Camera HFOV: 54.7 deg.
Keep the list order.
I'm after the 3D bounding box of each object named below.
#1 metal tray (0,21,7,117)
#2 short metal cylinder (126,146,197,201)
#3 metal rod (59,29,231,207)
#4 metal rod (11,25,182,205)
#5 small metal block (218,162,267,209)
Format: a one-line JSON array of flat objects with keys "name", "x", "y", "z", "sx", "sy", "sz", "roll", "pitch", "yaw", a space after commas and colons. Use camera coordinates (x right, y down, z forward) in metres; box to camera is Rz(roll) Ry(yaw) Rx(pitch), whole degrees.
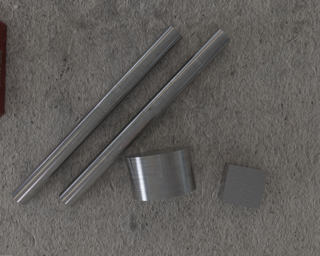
[{"name": "metal tray", "x": -0.254, "y": -0.080, "z": 0.405, "sx": 0.091, "sy": 0.030, "sz": 0.129, "roll": 2, "pitch": 90, "yaw": 0}, {"name": "short metal cylinder", "x": 0.002, "y": 0.054, "z": 0.382, "sx": 0.080, "sy": 0.080, "sz": 0.050, "roll": -9, "pitch": 90, "yaw": 0}, {"name": "metal rod", "x": -0.020, "y": -0.013, "z": 0.409, "sx": 0.025, "sy": 0.025, "sz": 0.300, "roll": 44, "pitch": 90, "yaw": 0}, {"name": "metal rod", "x": -0.082, "y": -0.017, "z": 0.409, "sx": 0.025, "sy": 0.025, "sz": 0.300, "roll": 43, "pitch": 90, "yaw": 0}, {"name": "small metal block", "x": 0.109, "y": 0.076, "z": 0.411, "sx": 0.050, "sy": 0.025, "sz": 0.050, "roll": 11, "pitch": 90, "yaw": 0}]
